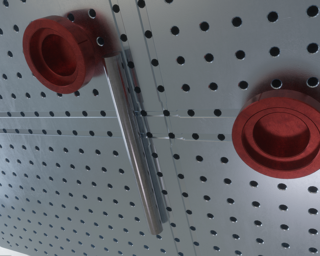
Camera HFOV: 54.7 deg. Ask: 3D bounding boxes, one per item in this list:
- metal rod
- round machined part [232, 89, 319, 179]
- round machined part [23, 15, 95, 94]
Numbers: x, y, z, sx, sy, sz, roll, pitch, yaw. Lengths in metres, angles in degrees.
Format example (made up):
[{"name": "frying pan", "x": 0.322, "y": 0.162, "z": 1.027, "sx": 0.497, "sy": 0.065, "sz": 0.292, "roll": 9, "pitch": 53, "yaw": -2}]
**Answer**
[{"name": "metal rod", "x": -0.034, "y": 0.039, "z": 0.453, "sx": 0.025, "sy": 0.025, "sz": 0.298, "roll": 3, "pitch": 120, "yaw": 27}, {"name": "round machined part", "x": 0.131, "y": 0.003, "z": 0.333, "sx": 0.098, "sy": 0.042, "sz": 0.097, "roll": 13, "pitch": 124, "yaw": 21}, {"name": "round machined part", "x": -0.126, "y": -0.097, "z": 0.406, "sx": 0.098, "sy": 0.042, "sz": 0.097, "roll": 13, "pitch": 124, "yaw": 21}]
